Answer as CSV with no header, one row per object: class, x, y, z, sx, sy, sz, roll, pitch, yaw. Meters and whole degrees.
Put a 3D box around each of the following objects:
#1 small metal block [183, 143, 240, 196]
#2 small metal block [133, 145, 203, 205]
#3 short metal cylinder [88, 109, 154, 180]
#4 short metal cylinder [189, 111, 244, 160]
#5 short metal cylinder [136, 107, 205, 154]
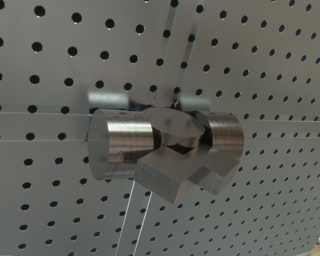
small metal block,0.056,0.045,0.354,0.050,0.050,0.025,-24,135,-54
small metal block,0.009,0.047,0.324,0.050,0.050,0.025,-25,136,-54
short metal cylinder,-0.048,0.019,0.360,0.050,0.080,0.079,1,118,-29
short metal cylinder,0.067,0.017,0.422,0.050,0.080,0.079,1,118,-28
short metal cylinder,0.011,0.013,0.389,0.081,0.080,0.050,1,118,-29
